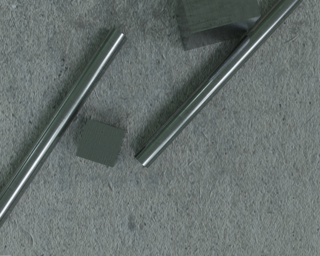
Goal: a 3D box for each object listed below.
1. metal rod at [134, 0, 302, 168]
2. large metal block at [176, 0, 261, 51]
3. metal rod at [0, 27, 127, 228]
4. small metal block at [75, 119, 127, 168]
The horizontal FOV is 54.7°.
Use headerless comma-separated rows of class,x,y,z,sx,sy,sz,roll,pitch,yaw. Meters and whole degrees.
metal rod,0.077,-0.065,0.410,0.025,0.025,0.300,43,90,-1
large metal block,0.067,-0.139,0.383,0.080,0.080,0.050,-15,90,0
metal rod,-0.137,0.000,0.408,0.025,0.025,0.299,34,90,-1
small metal block,-0.077,0.019,0.409,0.050,0.025,0.050,18,90,-1
